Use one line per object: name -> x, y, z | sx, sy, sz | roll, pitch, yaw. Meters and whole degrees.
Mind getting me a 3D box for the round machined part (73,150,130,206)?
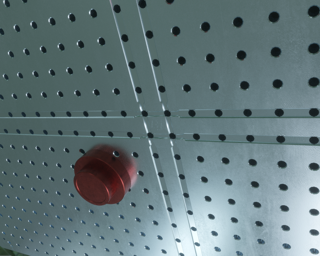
round machined part -> -0.101, 0.088, 0.509 | 0.098, 0.042, 0.097 | 13, 124, 21
